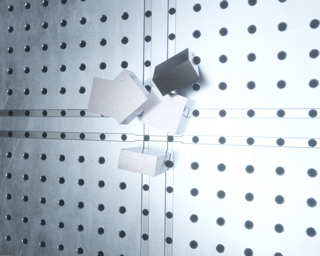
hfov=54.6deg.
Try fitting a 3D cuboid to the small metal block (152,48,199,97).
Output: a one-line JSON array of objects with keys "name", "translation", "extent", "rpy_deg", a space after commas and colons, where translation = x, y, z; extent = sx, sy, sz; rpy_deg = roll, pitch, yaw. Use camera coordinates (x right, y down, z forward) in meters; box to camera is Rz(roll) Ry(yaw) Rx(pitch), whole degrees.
[{"name": "small metal block", "translation": [0.020, -0.071, 0.390], "extent": [0.050, 0.050, 0.025], "rpy_deg": [-27, 115, 18]}]

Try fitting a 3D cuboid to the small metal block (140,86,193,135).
[{"name": "small metal block", "translation": [0.009, -0.023, 0.410], "extent": [0.050, 0.025, 0.050], "rpy_deg": [21, 97, 18]}]

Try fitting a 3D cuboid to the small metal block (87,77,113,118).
[{"name": "small metal block", "translation": [-0.070, -0.042, 0.438], "extent": [0.050, 0.025, 0.050], "rpy_deg": [13, 95, 19]}]

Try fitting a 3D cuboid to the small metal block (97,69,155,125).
[{"name": "small metal block", "translation": [-0.044, -0.039, 0.402], "extent": [0.050, 0.025, 0.050], "rpy_deg": [-40, 77, 15]}]

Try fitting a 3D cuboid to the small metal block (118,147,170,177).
[{"name": "small metal block", "translation": [-0.020, 0.043, 0.407], "extent": [0.050, 0.050, 0.025], "rpy_deg": [10, 94, 20]}]
